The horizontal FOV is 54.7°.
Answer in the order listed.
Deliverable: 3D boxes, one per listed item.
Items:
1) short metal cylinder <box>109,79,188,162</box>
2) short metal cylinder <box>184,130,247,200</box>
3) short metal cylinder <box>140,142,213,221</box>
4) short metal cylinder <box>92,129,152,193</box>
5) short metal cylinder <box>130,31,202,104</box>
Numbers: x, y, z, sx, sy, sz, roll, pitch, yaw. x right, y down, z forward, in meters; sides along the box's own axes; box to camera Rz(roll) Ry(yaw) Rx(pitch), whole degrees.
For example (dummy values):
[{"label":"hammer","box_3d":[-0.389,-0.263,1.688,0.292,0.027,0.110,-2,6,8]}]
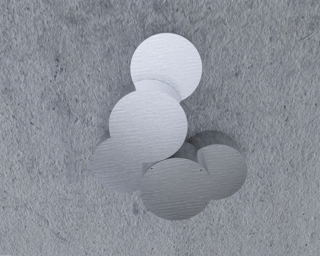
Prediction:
[{"label":"short metal cylinder","box_3d":[-0.012,-0.009,0.340,0.080,0.050,0.079,0,110,0]},{"label":"short metal cylinder","box_3d":[0.070,0.049,0.416,0.081,0.050,0.079,0,110,0]},{"label":"short metal cylinder","box_3d":[0.018,0.060,0.366,0.081,0.050,0.079,0,110,-1]},{"label":"short metal cylinder","box_3d":[-0.045,0.038,0.411,0.081,0.050,0.079,0,110,0]},{"label":"short metal cylinder","box_3d":[0.007,-0.074,0.371,0.081,0.050,0.079,0,110,0]}]
